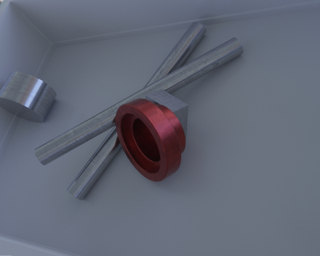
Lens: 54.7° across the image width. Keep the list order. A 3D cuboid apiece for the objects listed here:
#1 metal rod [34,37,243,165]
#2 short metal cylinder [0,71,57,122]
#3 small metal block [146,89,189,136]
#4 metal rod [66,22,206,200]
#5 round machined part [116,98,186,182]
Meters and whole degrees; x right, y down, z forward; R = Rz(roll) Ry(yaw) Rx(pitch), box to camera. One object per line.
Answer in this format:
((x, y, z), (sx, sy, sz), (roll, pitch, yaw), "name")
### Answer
((-0.025, -0.037, 0.411), (0.301, 0.025, 0.025), (-30, 52, -3), "metal rod")
((-0.221, -0.050, 0.515), (0.080, 0.080, 0.050), (6, 65, 30), "short metal cylinder")
((0.008, -0.014, 0.389), (0.025, 0.050, 0.050), (-27, 44, -31), "small metal block")
((-0.027, -0.031, 0.437), (0.025, 0.025, 0.300), (27, 76, 37), "metal rod")
((-0.008, 0.010, 0.366), (0.042, 0.097, 0.098), (-27, 44, -31), "round machined part")
